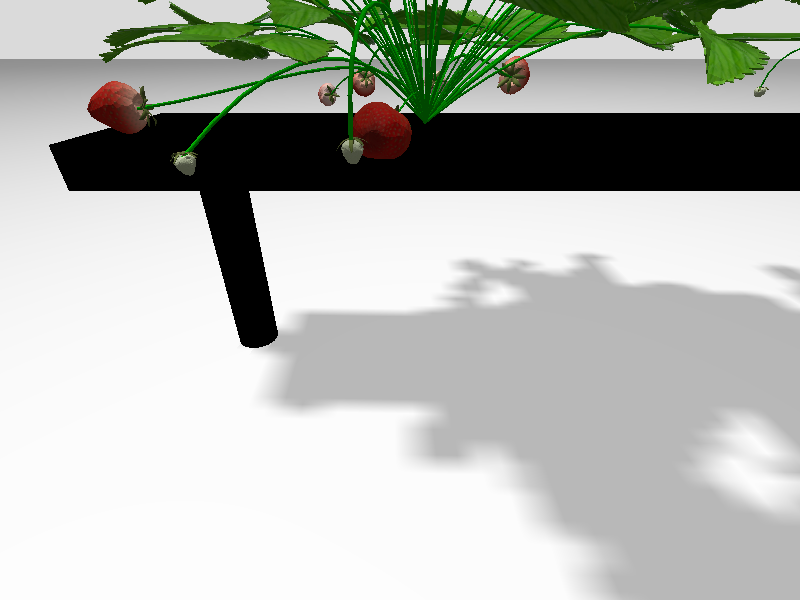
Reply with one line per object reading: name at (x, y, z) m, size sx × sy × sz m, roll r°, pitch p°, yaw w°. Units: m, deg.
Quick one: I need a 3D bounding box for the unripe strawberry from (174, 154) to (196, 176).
unripe strawberry at (-0.103, -0.065, 0.192) m, size 0.011 × 0.010 × 0.010 m, roll 23°, pitch 39°, yaw 32°

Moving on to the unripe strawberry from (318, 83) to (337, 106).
unripe strawberry at (-0.075, -0.209, 0.408) m, size 0.018 × 0.021 × 0.020 m, roll -26°, pitch 34°, yaw -34°

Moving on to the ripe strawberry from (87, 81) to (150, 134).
ripe strawberry at (-0.198, -0.134, 0.280) m, size 0.035 × 0.034 × 0.032 m, roll -6°, pitch 33°, yaw -9°

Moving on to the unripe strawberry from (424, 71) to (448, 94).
unripe strawberry at (0.044, -0.264, 0.489) m, size 0.029 × 0.026 × 0.026 m, roll 3°, pitch 12°, yaw 5°

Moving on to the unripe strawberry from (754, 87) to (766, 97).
unripe strawberry at (0.373, -0.216, 0.416) m, size 0.009 × 0.010 × 0.010 m, roll -24°, pitch 40°, yaw -33°

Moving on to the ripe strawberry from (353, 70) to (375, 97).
ripe strawberry at (-0.044, -0.260, 0.483) m, size 0.029 × 0.030 × 0.031 m, roll -10°, pitch 1°, yaw -15°

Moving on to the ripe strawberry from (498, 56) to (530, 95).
ripe strawberry at (0.145, -0.282, 0.502) m, size 0.037 × 0.042 × 0.040 m, roll 16°, pitch 35°, yaw 24°

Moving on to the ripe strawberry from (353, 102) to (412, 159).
ripe strawberry at (-0.011, -0.087, 0.207) m, size 0.032 × 0.027 × 0.032 m, roll 7°, pitch 34°, yaw 11°

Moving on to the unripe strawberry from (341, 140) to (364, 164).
unripe strawberry at (-0.019, -0.060, 0.163) m, size 0.009 × 0.010 × 0.010 m, roll 7°, pitch 33°, yaw 10°
